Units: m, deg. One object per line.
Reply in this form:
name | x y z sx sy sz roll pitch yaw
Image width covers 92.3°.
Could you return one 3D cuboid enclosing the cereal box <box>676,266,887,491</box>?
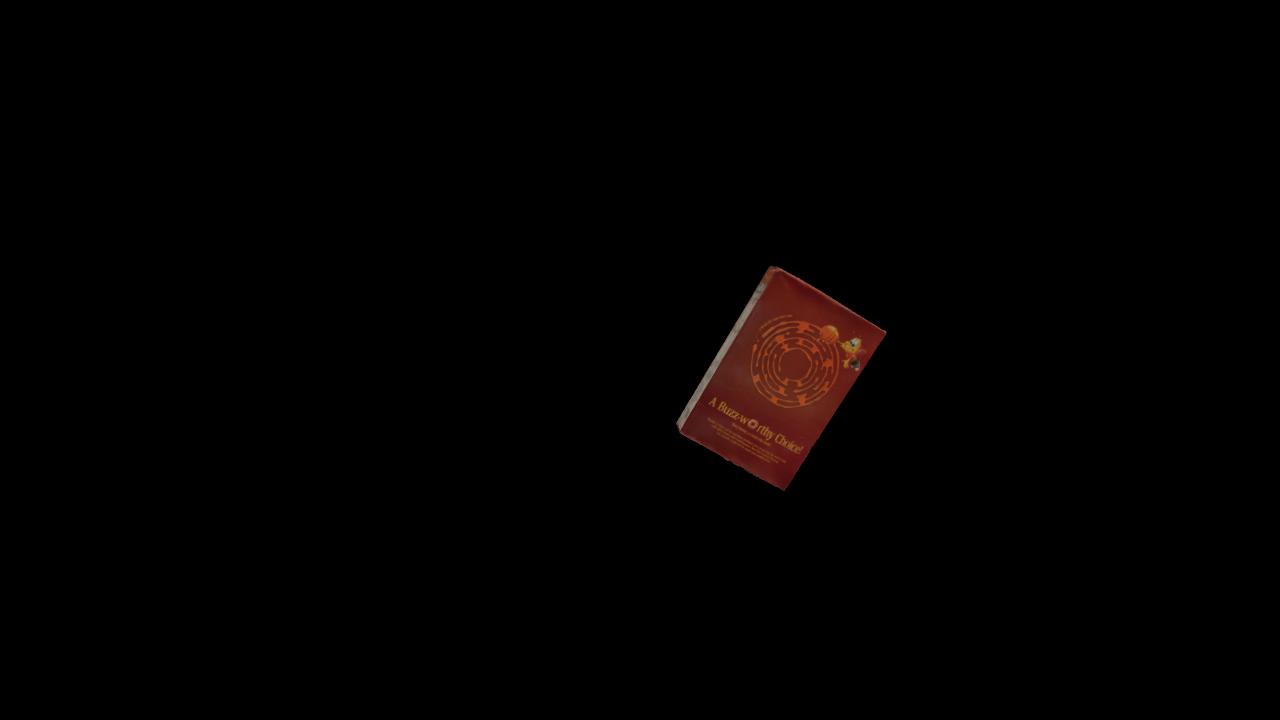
cereal box | 0.222 0.030 0.992 0.203 0.306 0.081 29 8 -5
